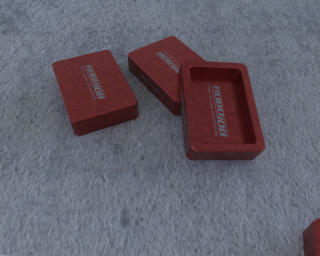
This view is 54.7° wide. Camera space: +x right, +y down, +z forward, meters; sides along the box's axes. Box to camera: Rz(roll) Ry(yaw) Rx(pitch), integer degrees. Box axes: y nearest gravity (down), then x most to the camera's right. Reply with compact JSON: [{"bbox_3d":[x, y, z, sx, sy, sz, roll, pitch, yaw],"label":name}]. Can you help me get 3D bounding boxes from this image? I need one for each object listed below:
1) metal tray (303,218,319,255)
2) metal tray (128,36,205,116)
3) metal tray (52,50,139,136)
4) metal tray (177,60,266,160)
[{"bbox_3d":[0.182,0.154,0.273,0.090,0.030,0.130,10,51,8],"label":"metal tray"},{"bbox_3d":[0.022,-0.084,0.471,0.091,0.030,0.130,-28,56,-22],"label":"metal tray"},{"bbox_3d":[-0.095,-0.056,0.446,0.091,0.030,0.130,-18,53,-15],"label":"metal tray"},{"bbox_3d":[0.074,-0.025,0.395,0.091,0.030,0.130,1,63,-10],"label":"metal tray"}]
